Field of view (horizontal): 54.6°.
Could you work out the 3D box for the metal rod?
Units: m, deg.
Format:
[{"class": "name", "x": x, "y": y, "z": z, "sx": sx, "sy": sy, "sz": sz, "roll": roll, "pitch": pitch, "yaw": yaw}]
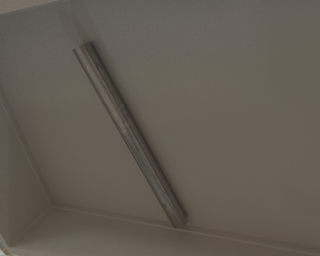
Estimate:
[{"class": "metal rod", "x": -0.035, "y": 0.021, "z": 0.440, "sx": 0.025, "sy": 0.025, "sz": 0.299, "roll": -16, "pitch": 110, "yaw": 34}]
